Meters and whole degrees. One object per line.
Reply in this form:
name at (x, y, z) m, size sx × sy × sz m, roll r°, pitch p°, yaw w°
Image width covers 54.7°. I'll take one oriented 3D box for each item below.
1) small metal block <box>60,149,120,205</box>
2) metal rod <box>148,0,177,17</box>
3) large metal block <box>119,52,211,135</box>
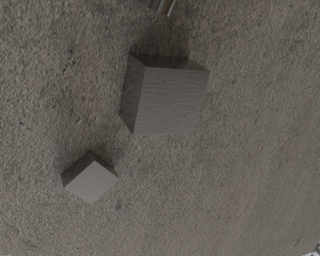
small metal block at (-0.089, 0.064, 0.398) m, size 0.050 × 0.025 × 0.050 m, roll -42°, pitch 130°, yaw 1°
metal rod at (0.058, -0.251, 0.282) m, size 0.025 × 0.025 × 0.298 m, roll 12°, pitch 113°, yaw -33°
large metal block at (0.003, -0.040, 0.367) m, size 0.081 × 0.050 × 0.079 m, roll -2°, pitch 119°, yaw -28°
